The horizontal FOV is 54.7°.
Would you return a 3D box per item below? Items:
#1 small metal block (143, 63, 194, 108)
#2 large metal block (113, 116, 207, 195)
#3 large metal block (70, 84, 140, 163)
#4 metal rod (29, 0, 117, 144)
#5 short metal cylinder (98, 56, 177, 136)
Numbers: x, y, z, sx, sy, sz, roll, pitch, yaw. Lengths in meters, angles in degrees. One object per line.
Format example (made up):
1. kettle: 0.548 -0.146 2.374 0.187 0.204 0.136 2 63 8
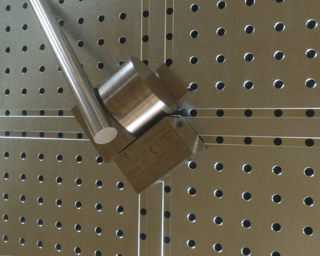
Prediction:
1. small metal block: 0.007 -0.049 0.410 0.050 0.025 0.050 -43 77 14
2. large metal block: 0.004 0.031 0.379 0.080 0.080 0.050 -39 78 15
3. large metal block: -0.055 -0.005 0.402 0.050 0.080 0.080 -39 78 16
4. metal rod: -0.124 -0.097 0.399 0.025 0.025 0.300 -43 56 15
5. short metal cylinder: -0.025 -0.037 0.364 0.050 0.080 0.080 -38 78 16
